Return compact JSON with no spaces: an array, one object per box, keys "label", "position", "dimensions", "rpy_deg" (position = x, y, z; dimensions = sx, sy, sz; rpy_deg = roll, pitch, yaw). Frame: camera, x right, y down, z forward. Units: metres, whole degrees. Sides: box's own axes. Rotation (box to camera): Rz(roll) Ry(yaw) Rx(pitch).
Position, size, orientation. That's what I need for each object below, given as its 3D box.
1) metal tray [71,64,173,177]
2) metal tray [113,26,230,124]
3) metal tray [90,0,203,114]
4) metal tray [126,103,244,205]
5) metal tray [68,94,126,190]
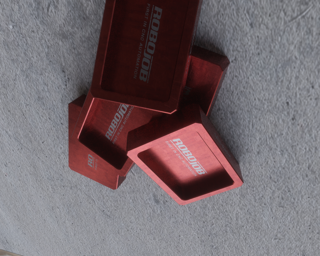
[{"label":"metal tray","position":[-0.052,-0.007,0.388],"dimensions":[0.090,0.030,0.129],"rpy_deg":[36,129,4]},{"label":"metal tray","position":[0.004,-0.060,0.365],"dimensions":[0.130,0.030,0.089],"rpy_deg":[24,127,13]},{"label":"metal tray","position":[-0.013,-0.086,0.313],"dimensions":[0.090,0.030,0.129],"rpy_deg":[12,96,9]},{"label":"metal tray","position":[0.033,0.038,0.366],"dimensions":[0.090,0.030,0.130],"rpy_deg":[-24,131,19]},{"label":"metal tray","position":[-0.091,0.024,0.465],"dimensions":[0.090,0.030,0.129],"rpy_deg":[22,127,14]}]
